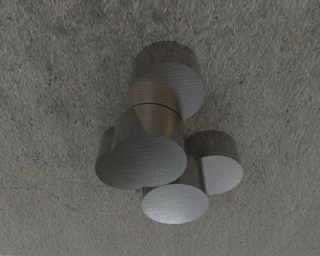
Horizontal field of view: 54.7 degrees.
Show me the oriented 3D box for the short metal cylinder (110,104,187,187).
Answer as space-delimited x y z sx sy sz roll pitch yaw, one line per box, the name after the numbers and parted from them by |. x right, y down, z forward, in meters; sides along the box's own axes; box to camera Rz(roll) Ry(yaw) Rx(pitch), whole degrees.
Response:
-0.012 0.020 0.342 0.080 0.050 0.079 0 130 0 | short metal cylinder

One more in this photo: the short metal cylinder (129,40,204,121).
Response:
0.007 -0.051 0.349 0.081 0.050 0.079 0 130 0 | short metal cylinder

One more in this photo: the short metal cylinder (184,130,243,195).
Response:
0.071 0.049 0.434 0.081 0.050 0.079 0 130 0 | short metal cylinder

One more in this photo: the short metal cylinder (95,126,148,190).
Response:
-0.045 0.040 0.426 0.081 0.050 0.079 0 130 0 | short metal cylinder

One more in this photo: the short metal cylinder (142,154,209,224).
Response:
0.018 0.077 0.391 0.081 0.050 0.079 -1 130 0 | short metal cylinder
